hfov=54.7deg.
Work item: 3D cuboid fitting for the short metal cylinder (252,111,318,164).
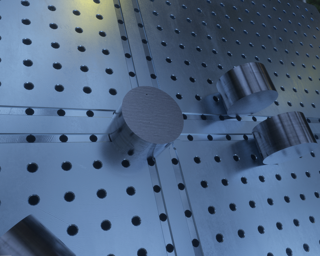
[{"bbox_3d":[0.186,0.017,0.466,0.081,0.080,0.050,1,62,-28],"label":"short metal cylinder"}]

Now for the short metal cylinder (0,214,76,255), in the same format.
[{"bbox_3d":[-0.114,0.115,0.242,0.050,0.080,0.080,43,51,1],"label":"short metal cylinder"}]

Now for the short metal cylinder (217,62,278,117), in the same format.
[{"bbox_3d":[0.135,-0.058,0.483,0.081,0.080,0.050,-2,63,-30],"label":"short metal cylinder"}]

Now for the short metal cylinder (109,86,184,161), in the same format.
[{"bbox_3d":[-0.018,-0.005,0.387,0.081,0.050,0.080,14,56,-21],"label":"short metal cylinder"}]
